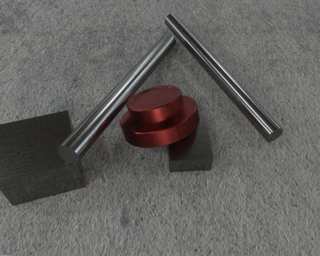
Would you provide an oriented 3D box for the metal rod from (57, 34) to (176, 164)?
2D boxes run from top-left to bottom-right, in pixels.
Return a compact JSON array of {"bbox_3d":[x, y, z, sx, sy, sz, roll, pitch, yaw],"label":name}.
[{"bbox_3d":[-0.038,-0.061,0.420,0.025,0.025,0.301,17,42,13],"label":"metal rod"}]

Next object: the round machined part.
[{"bbox_3d":[-0.003,-0.020,0.385,0.098,0.042,0.098,-12,28,7],"label":"round machined part"}]

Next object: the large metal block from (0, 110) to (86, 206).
[{"bbox_3d":[-0.137,0.033,0.358,0.081,0.050,0.080,-13,51,-11],"label":"large metal block"}]

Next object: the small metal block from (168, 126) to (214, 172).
[{"bbox_3d":[0.036,0.026,0.382,0.050,0.025,0.050,-2,50,-3],"label":"small metal block"}]

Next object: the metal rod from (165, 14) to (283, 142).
[{"bbox_3d":[0.084,-0.095,0.483,0.025,0.025,0.300,-20,53,-16],"label":"metal rod"}]
